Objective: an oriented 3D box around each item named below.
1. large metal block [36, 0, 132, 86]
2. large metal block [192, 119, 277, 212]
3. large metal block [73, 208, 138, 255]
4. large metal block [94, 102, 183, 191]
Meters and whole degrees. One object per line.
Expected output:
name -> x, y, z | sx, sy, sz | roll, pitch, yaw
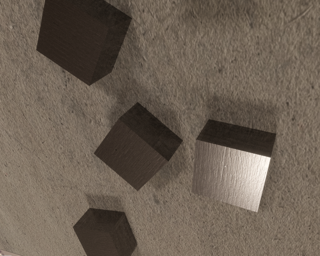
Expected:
large metal block -> -0.092, -0.111, 0.368 | 0.080, 0.050, 0.079 | 34, 129, 5
large metal block -> 0.087, 0.043, 0.371 | 0.080, 0.050, 0.079 | 14, 124, 20
large metal block -> -0.098, 0.196, 0.561 | 0.080, 0.050, 0.080 | -2, 118, 29
large metal block -> -0.030, 0.026, 0.421 | 0.080, 0.050, 0.080 | 41, 129, 0
